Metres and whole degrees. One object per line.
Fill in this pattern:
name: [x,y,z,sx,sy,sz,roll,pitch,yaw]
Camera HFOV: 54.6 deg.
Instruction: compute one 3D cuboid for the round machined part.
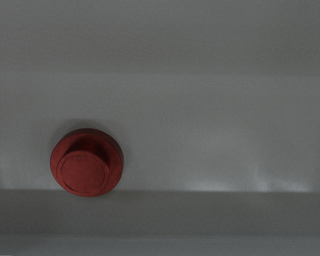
round machined part: [-0.100,0.053,0.421,0.099,0.042,0.097,0,110,0]
